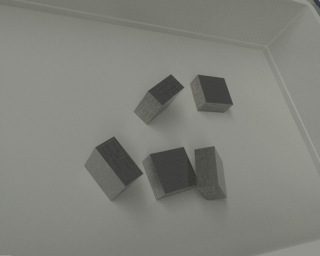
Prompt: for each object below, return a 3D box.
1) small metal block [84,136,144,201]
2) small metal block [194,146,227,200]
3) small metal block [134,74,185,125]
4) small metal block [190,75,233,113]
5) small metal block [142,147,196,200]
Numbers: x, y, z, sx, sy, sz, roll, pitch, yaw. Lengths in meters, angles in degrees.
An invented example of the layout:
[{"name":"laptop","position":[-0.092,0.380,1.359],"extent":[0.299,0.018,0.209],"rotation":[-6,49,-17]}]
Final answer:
[{"name":"small metal block","position":[-0.051,0.045,0.334],"extent":[0.025,0.050,0.050],"rotation":[-33,81,-38]},{"name":"small metal block","position":[0.064,0.057,0.387],"extent":[0.050,0.025,0.050],"rotation":[53,31,-53]},{"name":"small metal block","position":[-0.002,-0.038,0.411],"extent":[0.025,0.050,0.050],"rotation":[46,51,3]},{"name":"small metal block","position":[0.079,-0.052,0.480],"extent":[0.050,0.025,0.050],"rotation":[2,61,-27]},{"name":"small metal block","position":[0.013,0.055,0.379],"extent":[0.050,0.025,0.050],"rotation":[-9,67,-32]}]
